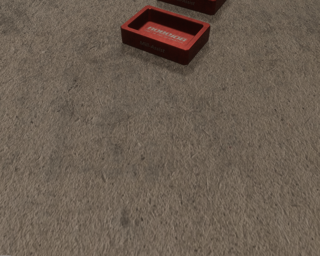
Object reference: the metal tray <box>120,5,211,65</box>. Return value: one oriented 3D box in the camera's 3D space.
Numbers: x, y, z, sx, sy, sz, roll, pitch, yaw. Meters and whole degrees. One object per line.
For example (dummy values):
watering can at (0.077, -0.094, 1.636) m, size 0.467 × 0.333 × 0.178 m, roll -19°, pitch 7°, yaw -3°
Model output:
metal tray at (0.010, -0.164, 0.537) m, size 0.130 × 0.030 × 0.090 m, roll 24°, pitch 54°, yaw 18°

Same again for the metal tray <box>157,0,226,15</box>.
metal tray at (0.069, -0.282, 0.637) m, size 0.130 × 0.030 × 0.090 m, roll 23°, pitch 53°, yaw 18°
